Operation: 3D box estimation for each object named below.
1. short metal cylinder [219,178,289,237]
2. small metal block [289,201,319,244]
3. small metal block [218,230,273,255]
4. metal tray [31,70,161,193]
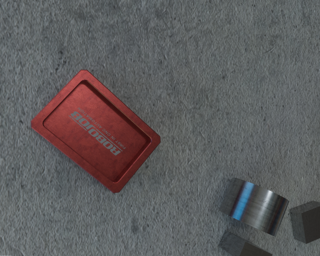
[{"bbox_3d":[0.129,0.108,0.427,0.080,0.080,0.050,27,81,-18],"label":"short metal cylinder"},{"bbox_3d":[0.241,0.150,0.498,0.050,0.025,0.050,-12,94,-20],"label":"small metal block"},{"bbox_3d":[0.120,0.174,0.440,0.050,0.050,0.025,29,81,-18],"label":"small metal block"},{"bbox_3d":[-0.075,0.005,0.378,0.130,0.030,0.090,43,76,-15],"label":"metal tray"}]
